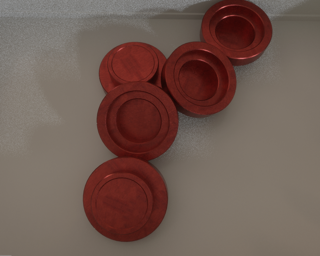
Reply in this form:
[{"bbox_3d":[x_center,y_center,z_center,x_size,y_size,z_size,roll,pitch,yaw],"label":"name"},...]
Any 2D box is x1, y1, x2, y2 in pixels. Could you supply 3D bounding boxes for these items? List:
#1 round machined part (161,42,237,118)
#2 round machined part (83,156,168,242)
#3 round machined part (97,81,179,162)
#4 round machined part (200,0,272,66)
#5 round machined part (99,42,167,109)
[{"bbox_3d":[0.048,-0.061,0.413,0.099,0.042,0.098,3,79,-16],"label":"round machined part"},{"bbox_3d":[-0.040,0.082,0.355,0.099,0.042,0.097,0,89,3],"label":"round machined part"},{"bbox_3d":[-0.026,-0.010,0.389,0.099,0.042,0.097,1,100,4],"label":"round machined part"},{"bbox_3d":[0.107,-0.133,0.448,0.099,0.042,0.098,0,72,-1],"label":"round machined part"},{"bbox_3d":[-0.036,-0.079,0.429,0.099,0.042,0.098,0,70,0],"label":"round machined part"}]
